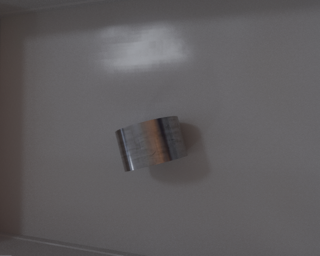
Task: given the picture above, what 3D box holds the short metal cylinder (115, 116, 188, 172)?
[{"bbox_3d":[-0.010,0.020,0.385,0.080,0.080,0.050,-16,85,19],"label":"short metal cylinder"}]
